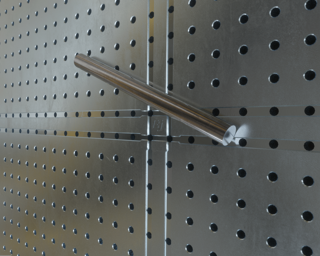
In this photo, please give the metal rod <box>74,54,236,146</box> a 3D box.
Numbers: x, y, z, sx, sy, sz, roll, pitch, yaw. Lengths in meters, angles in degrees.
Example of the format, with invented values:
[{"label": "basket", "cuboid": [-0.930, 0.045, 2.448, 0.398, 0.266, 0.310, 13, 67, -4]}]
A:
[{"label": "metal rod", "cuboid": [-0.028, -0.052, 0.433, 0.300, 0.025, 0.025, 30, 109, 36]}]
